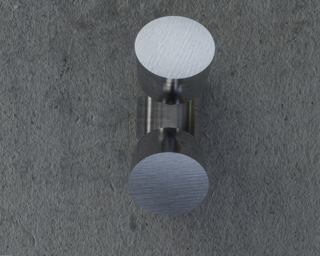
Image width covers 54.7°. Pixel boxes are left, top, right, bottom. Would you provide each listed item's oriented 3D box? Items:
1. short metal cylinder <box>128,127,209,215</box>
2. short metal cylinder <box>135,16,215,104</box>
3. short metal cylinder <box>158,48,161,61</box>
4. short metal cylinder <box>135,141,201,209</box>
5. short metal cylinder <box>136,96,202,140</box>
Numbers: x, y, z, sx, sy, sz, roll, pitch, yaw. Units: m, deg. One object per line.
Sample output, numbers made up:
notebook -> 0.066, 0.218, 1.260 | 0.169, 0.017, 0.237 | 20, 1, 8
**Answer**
short metal cylinder -> 0.009, 0.046, 0.332 | 0.080, 0.050, 0.079 | 0, 118, 1
short metal cylinder -> 0.015, -0.072, 0.334 | 0.081, 0.050, 0.080 | 1, 65, -1
short metal cylinder -> 0.012, -0.077, 0.399 | 0.081, 0.050, 0.080 | 0, 90, 0
short metal cylinder -> 0.010, 0.058, 0.399 | 0.081, 0.050, 0.080 | 0, 90, 0
short metal cylinder -> 0.012, -0.011, 0.384 | 0.081, 0.080, 0.050 | 2, 90, 0
